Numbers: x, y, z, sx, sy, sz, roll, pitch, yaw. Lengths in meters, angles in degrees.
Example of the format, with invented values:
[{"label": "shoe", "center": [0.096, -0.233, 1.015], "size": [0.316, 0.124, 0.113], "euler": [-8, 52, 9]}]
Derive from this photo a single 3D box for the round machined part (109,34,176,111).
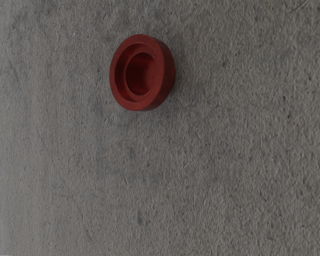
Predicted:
[{"label": "round machined part", "center": [-0.019, -0.070, 0.410], "size": [0.098, 0.042, 0.097], "euler": [0, 90, 40]}]
